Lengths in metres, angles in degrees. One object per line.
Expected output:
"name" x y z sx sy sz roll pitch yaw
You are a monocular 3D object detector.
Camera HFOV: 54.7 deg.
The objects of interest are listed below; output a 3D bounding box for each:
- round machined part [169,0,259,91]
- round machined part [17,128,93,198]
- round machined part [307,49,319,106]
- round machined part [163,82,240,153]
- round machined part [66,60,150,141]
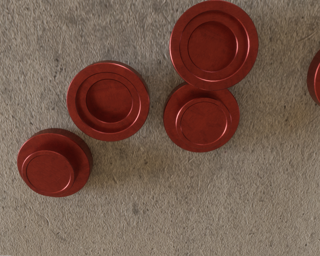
"round machined part" 0.060 -0.094 0.361 0.099 0.042 0.097 0 101 -1
"round machined part" -0.144 0.053 0.419 0.099 0.042 0.097 0 110 0
"round machined part" 0.228 -0.066 0.378 0.099 0.042 0.097 0 110 0
"round machined part" 0.053 -0.012 0.397 0.099 0.042 0.097 0 110 0
"round machined part" -0.062 -0.036 0.387 0.099 0.042 0.097 0 110 0
